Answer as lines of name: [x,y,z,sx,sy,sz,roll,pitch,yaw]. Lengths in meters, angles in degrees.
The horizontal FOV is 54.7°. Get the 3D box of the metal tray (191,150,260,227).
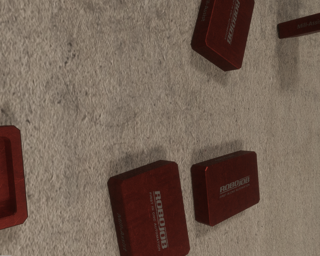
metal tray: [0.108,0.091,0.495,0.131,0.030,0.089,-10,96,-40]

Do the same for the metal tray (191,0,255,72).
metal tray: [0.102,-0.167,0.490,0.090,0.030,0.129,23,75,-38]

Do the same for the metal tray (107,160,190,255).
metal tray: [-0.011,0.115,0.395,0.091,0.030,0.129,-15,100,-39]

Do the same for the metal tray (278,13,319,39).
metal tray: [0.311,-0.204,0.601,0.091,0.130,0.030,-18,102,-39]

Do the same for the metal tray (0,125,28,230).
metal tray: [-0.182,0.047,0.249,0.131,0.030,0.089,-7,94,-40]
